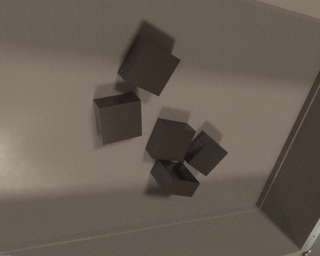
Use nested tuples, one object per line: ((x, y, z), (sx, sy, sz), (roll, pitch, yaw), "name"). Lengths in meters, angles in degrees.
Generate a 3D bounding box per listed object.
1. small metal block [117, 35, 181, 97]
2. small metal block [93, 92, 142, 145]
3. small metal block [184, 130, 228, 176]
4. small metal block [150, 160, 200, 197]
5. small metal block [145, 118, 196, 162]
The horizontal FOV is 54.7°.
((-0.013, -0.071, 0.359), (0.050, 0.025, 0.050), (21, 107, -37), "small metal block")
((-0.050, -0.012, 0.375), (0.050, 0.025, 0.050), (-14, 124, -21), "small metal block")
((0.068, 0.039, 0.472), (0.050, 0.025, 0.050), (-48, 129, 5), "small metal block")
((0.021, 0.072, 0.451), (0.050, 0.050, 0.025), (16, 110, -35), "small metal block")
((0.014, 0.017, 0.429), (0.050, 0.025, 0.050), (9, 114, -33), "small metal block")
